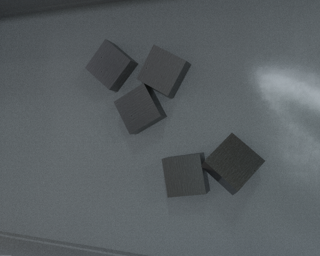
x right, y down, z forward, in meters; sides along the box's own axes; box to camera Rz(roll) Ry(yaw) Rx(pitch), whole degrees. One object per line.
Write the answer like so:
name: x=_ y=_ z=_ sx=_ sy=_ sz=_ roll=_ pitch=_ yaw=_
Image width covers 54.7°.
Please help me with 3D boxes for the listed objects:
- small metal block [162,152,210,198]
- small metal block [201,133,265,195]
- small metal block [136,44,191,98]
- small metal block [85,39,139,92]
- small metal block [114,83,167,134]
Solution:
small metal block: x=0.034 y=0.060 z=0.399 sx=0.050 sy=0.025 sz=0.050 roll=-10 pitch=87 yaw=19
small metal block: x=0.086 y=0.043 z=0.368 sx=0.050 sy=0.025 sz=0.050 roll=43 pitch=73 yaw=15
small metal block: x=0.005 y=-0.074 z=0.409 sx=0.050 sy=0.025 sz=0.050 roll=31 pitch=100 yaw=17
small metal block: x=-0.068 y=-0.087 z=0.434 sx=0.050 sy=0.025 sz=0.050 roll=42 pitch=103 yaw=15
small metal block: x=-0.027 y=-0.025 z=0.420 sx=0.050 sy=0.025 sz=0.050 roll=-30 pitch=80 yaw=17
